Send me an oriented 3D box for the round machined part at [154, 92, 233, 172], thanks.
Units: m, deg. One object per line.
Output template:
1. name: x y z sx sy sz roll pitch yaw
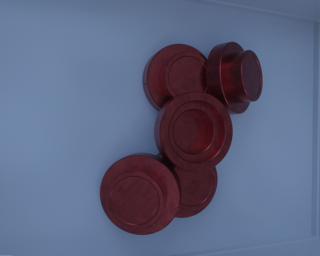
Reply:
1. round machined part: 0.039 0.005 0.392 0.099 0.042 0.097 0 90 -21

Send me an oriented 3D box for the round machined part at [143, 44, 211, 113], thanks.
1. round machined part: 0.030 -0.063 0.411 0.099 0.042 0.097 0 90 -21

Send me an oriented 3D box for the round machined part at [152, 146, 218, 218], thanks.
1. round machined part: 0.035 0.072 0.414 0.099 0.042 0.097 0 90 -21

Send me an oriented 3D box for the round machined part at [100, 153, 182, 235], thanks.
1. round machined part: -0.025 0.081 0.369 0.098 0.042 0.097 1 94 9

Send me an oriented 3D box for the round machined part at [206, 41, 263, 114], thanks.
1. round machined part: 0.106 -0.068 0.417 0.099 0.042 0.097 5 84 -50
